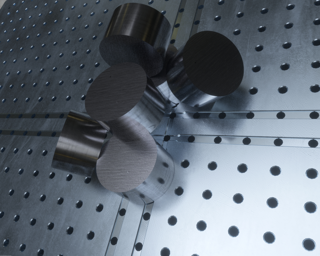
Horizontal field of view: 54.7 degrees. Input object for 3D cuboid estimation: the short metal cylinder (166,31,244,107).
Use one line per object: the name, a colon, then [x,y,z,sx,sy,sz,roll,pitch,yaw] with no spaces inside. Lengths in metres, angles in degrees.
short metal cylinder: [0.054,-0.070,0.379,0.080,0.080,0.050,-66,15,-19]

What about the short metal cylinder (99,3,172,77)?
short metal cylinder: [-0.029,-0.107,0.388,0.080,0.080,0.050,0,62,28]

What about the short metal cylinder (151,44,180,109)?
short metal cylinder: [-0.001,-0.073,0.437,0.080,0.050,0.080,-13,57,21]

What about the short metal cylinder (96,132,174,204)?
short metal cylinder: [-0.029,0.047,0.378,0.080,0.050,0.080,-13,57,21]

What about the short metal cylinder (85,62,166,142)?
short metal cylinder: [-0.040,-0.031,0.367,0.080,0.050,0.080,-13,56,21]

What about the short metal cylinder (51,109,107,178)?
short metal cylinder: [-0.104,0.021,0.408,0.050,0.080,0.080,18,64,-12]
